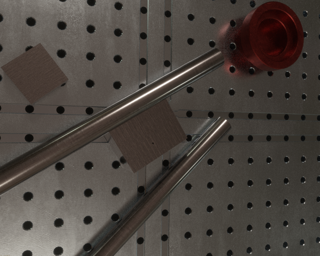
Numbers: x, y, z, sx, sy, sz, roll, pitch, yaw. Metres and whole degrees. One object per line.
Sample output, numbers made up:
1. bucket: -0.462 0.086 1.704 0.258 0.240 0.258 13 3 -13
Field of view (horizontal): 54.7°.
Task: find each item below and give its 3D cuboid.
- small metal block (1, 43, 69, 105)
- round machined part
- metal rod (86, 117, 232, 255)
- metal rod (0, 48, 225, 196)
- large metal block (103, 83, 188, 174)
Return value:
1. small metal block: -0.144 -0.061 0.360 0.050 0.025 0.050 -39 103 -16
2. round machined part: 0.162 -0.134 0.465 0.099 0.042 0.097 0 90 -21
3. metal rod: -0.010 0.095 0.410 0.301 0.025 0.025 -45 104 -15
4. metal rod: -0.051 -0.013 0.341 0.302 0.025 0.025 -32 101 -17
5. large metal block: -0.026 -0.001 0.391 0.080 0.050 0.080 -32 101 -17
